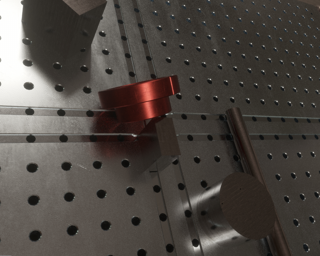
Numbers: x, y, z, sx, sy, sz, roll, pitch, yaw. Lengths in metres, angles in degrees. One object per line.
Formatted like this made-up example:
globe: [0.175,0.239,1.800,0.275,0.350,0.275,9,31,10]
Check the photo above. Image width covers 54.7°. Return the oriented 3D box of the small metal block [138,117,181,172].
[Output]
small metal block: [-0.002,0.021,0.380,0.025,0.050,0.050,2,61,-28]

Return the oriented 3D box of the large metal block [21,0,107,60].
large metal block: [-0.125,-0.150,0.398,0.080,0.080,0.050,42,51,0]

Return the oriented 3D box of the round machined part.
round machined part: [-0.023,-0.034,0.380,0.099,0.098,0.042,-20,102,-36]

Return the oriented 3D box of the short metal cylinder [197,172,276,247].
short metal cylinder: [0.093,0.101,0.383,0.081,0.050,0.080,14,56,-21]

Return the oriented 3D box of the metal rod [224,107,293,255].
metal rod: [0.143,0.106,0.423,0.025,0.025,0.299,2,61,-28]
